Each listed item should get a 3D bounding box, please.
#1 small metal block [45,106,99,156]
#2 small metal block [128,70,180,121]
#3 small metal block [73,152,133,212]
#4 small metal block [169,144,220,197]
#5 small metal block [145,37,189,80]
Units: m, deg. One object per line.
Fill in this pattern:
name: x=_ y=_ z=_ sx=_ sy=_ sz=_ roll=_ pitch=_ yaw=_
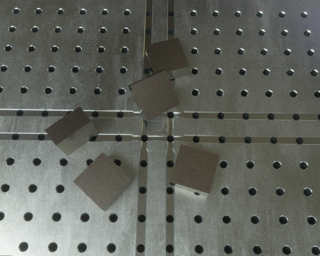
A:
small metal block: x=-0.110 y=0.005 z=0.396 sx=0.050 sy=0.050 sz=0.025 roll=-37 pitch=74 yaw=-12
small metal block: x=-0.008 y=-0.044 z=0.416 sx=0.050 sy=0.025 sz=0.050 roll=-27 pitch=106 yaw=-10
small metal block: x=-0.070 y=0.067 z=0.387 sx=0.050 sy=0.025 sz=0.050 roll=40 pitch=75 yaw=13
small metal block: x=0.043 y=0.054 z=0.392 sx=0.050 sy=0.025 sz=0.050 roll=16 pitch=71 yaw=6
small metal block: x=0.010 y=-0.097 z=0.447 sx=0.050 sy=0.025 sz=0.050 roll=-15 pitch=71 yaw=-6
